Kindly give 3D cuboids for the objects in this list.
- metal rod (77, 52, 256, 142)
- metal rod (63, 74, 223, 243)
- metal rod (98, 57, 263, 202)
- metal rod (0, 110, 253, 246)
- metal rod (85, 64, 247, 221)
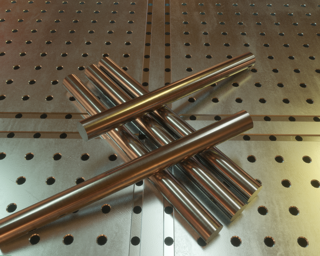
[{"bbox_3d":[0.029,-0.054,0.427,0.302,0.025,0.025,-26,55,-31],"label":"metal rod"},{"bbox_3d":[-0.039,0.019,0.390,0.025,0.025,0.300,-32,57,-24],"label":"metal rod"},{"bbox_3d":[0.009,-0.014,0.419,0.025,0.025,0.300,-33,58,-25],"label":"metal rod"},{"bbox_3d":[-0.034,0.050,0.338,0.302,0.025,0.025,-24,54,-9],"label":"metal rod"},{"bbox_3d":[-0.011,0.002,0.406,0.025,0.025,0.300,-32,57,-24],"label":"metal rod"}]
